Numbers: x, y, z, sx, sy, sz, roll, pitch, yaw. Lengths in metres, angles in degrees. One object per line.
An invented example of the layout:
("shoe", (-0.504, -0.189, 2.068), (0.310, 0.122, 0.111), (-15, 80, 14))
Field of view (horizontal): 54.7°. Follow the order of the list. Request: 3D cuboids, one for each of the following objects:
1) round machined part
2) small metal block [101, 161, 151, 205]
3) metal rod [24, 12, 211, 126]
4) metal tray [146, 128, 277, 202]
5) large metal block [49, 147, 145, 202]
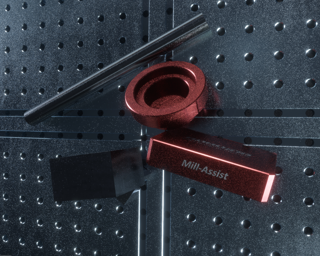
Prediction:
("round machined part", (0.011, -0.036, 0.382), (0.098, 0.042, 0.098), (-10, 46, 10))
("small metal block", (-0.050, 0.069, 0.429), (0.050, 0.025, 0.050), (38, 102, 15))
("metal rod", (-0.071, -0.075, 0.436), (0.300, 0.025, 0.025), (-25, 82, 17))
("metal tray", (0.062, 0.035, 0.354), (0.130, 0.090, 0.030), (16, 104, 19))
("large metal block", (-0.074, 0.055, 0.382), (0.080, 0.080, 0.050), (-9, 87, 19))
